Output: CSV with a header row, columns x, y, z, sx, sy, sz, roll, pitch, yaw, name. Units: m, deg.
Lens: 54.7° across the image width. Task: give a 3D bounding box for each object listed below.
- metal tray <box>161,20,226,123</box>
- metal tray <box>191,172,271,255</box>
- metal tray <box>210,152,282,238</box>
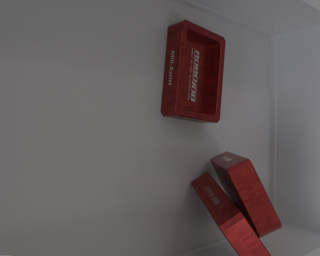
x,y,z,sx,sy,sz,roll,pitch,yaw,name
0.050,-0.076,0.444,0.091,0.030,0.129,8,85,-40,metal tray
0.091,0.121,0.410,0.030,0.130,0.090,-35,107,0,metal tray
0.110,0.082,0.422,0.030,0.130,0.090,-26,90,0,metal tray
